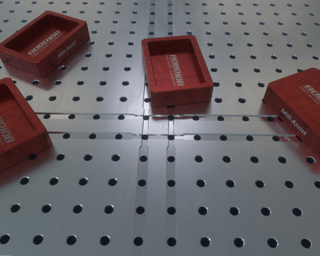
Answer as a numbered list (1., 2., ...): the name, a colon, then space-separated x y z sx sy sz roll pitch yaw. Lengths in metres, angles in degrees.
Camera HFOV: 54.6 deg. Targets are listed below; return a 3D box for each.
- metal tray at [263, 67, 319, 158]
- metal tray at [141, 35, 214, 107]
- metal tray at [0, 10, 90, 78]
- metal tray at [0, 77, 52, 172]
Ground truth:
1. metal tray: 0.219 -0.023 0.425 0.091 0.030 0.130 -20 53 -16
2. metal tray: 0.023 -0.093 0.482 0.091 0.030 0.130 -7 50 -6
3. metal tray: -0.194 -0.147 0.526 0.090 0.030 0.130 21 53 17
4. metal tray: -0.214 -0.006 0.408 0.091 0.030 0.130 -31 56 -23
